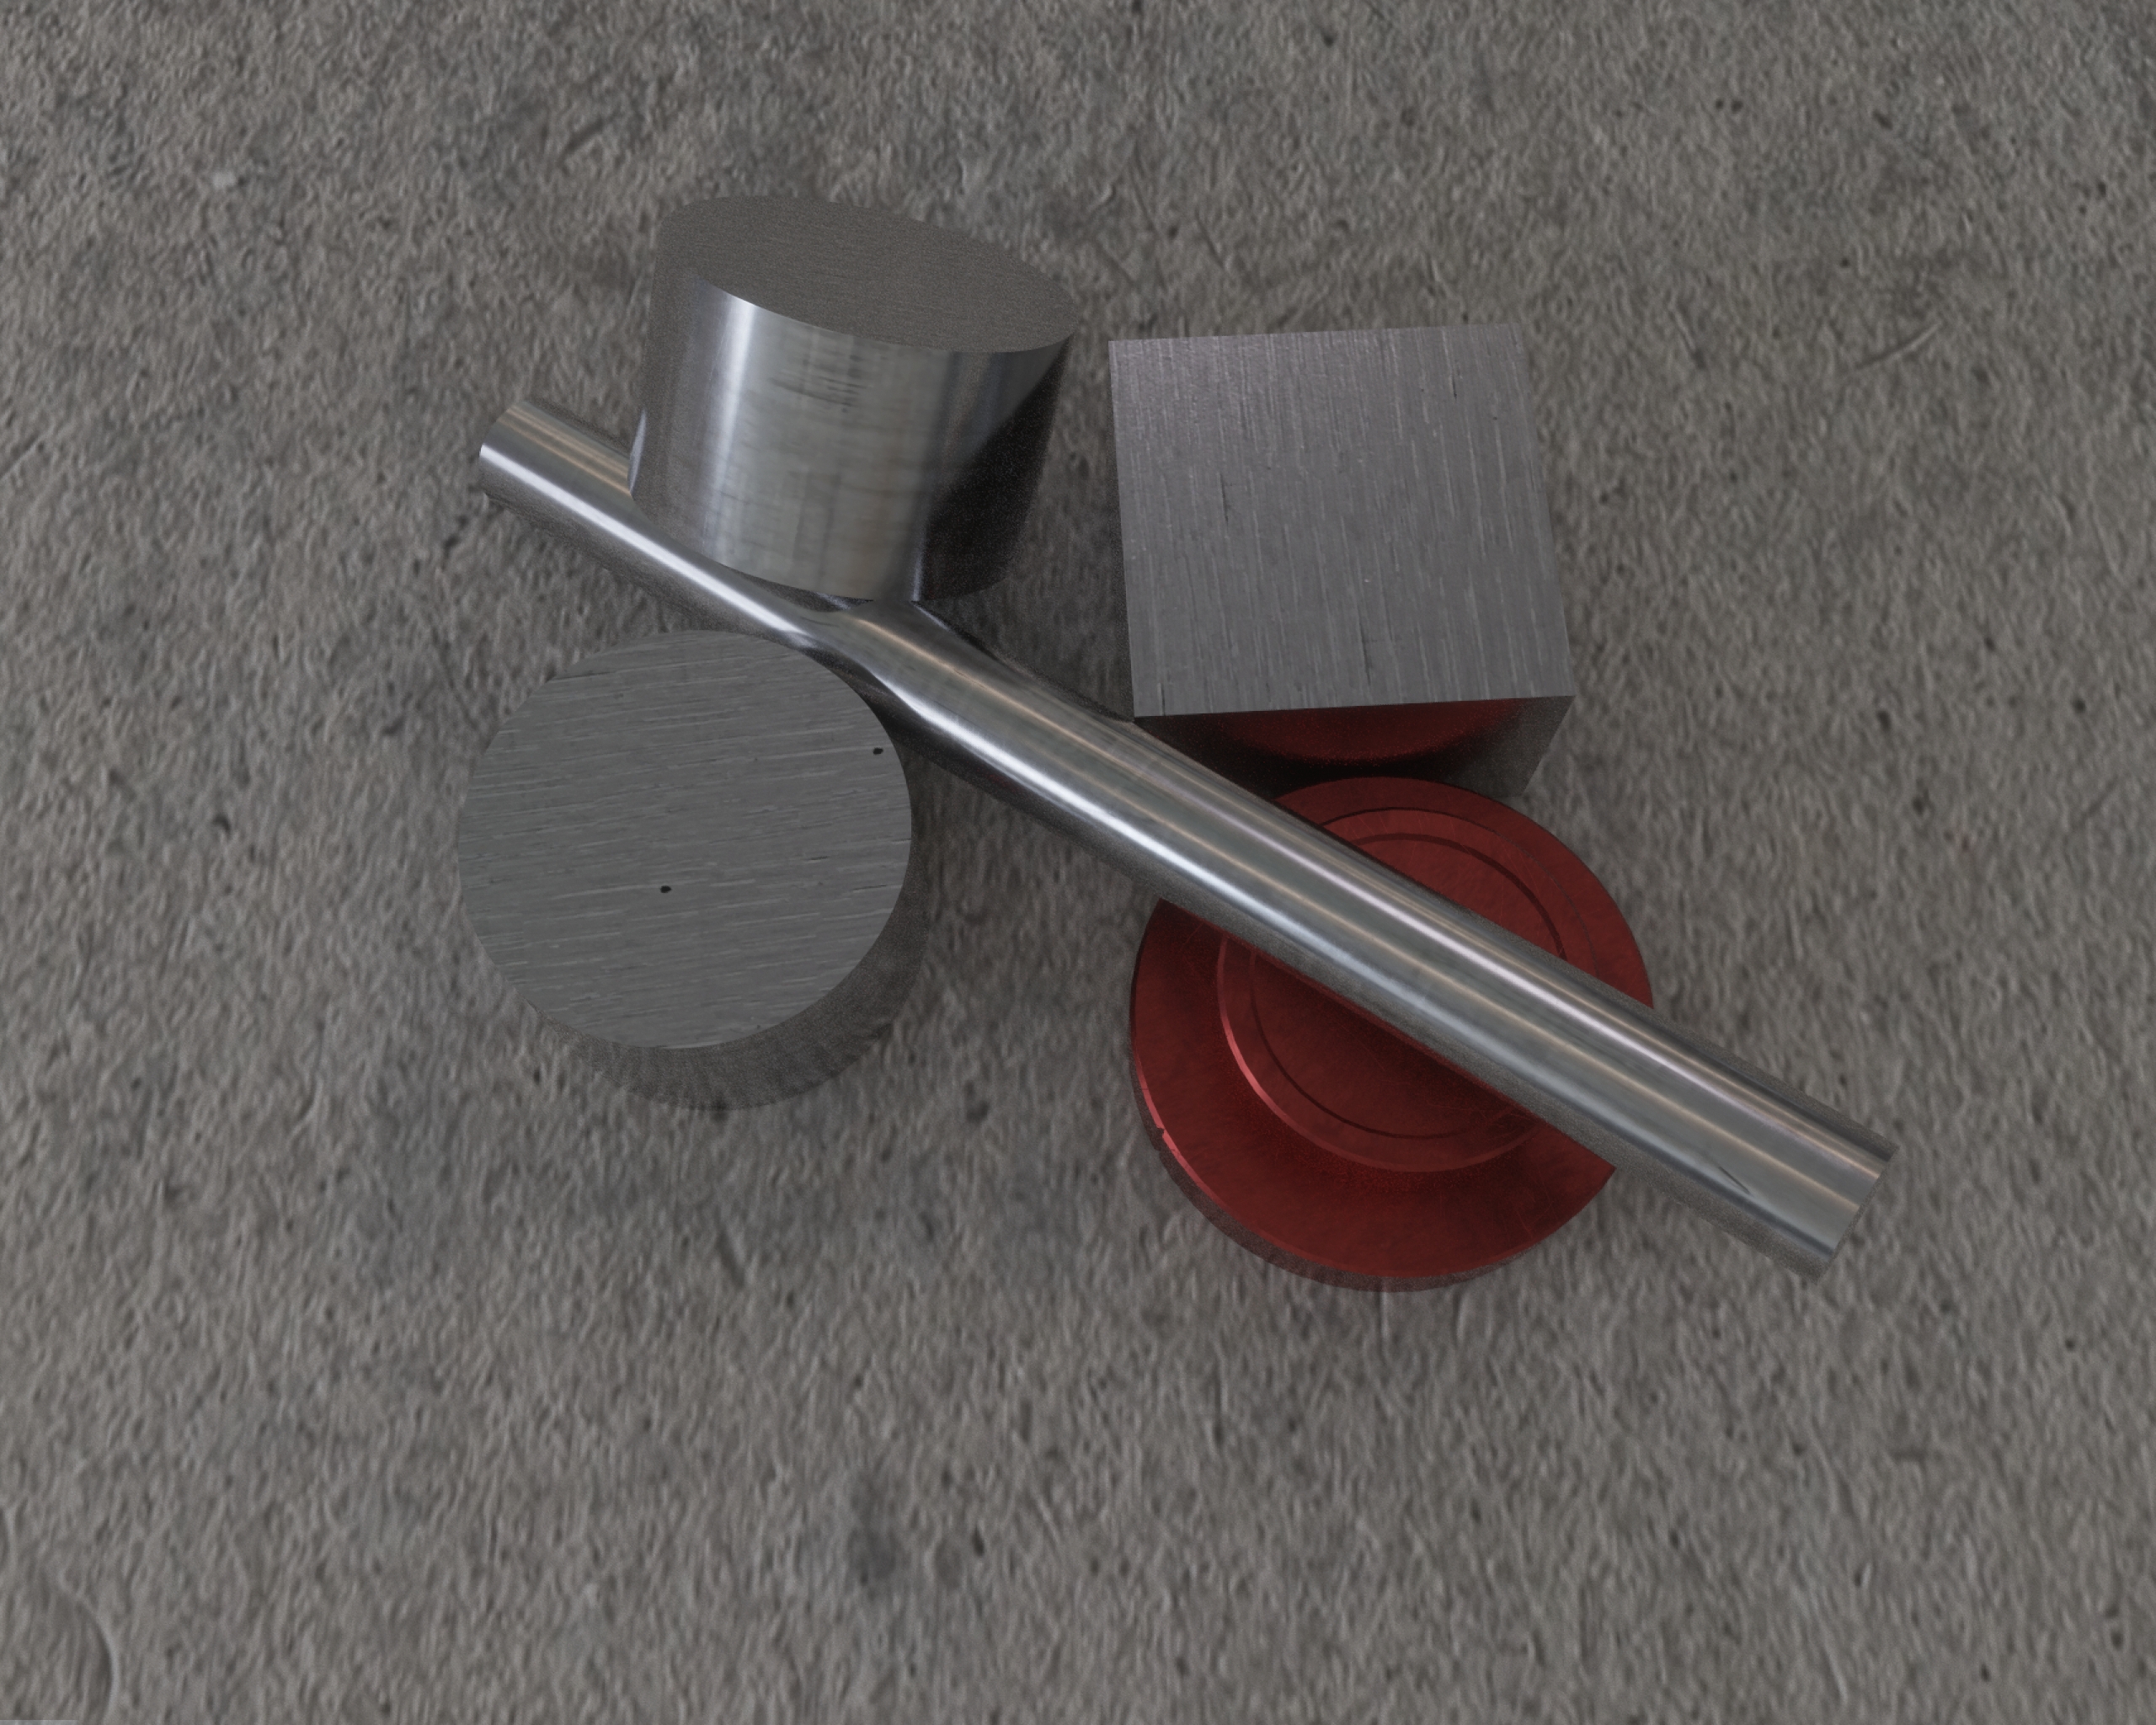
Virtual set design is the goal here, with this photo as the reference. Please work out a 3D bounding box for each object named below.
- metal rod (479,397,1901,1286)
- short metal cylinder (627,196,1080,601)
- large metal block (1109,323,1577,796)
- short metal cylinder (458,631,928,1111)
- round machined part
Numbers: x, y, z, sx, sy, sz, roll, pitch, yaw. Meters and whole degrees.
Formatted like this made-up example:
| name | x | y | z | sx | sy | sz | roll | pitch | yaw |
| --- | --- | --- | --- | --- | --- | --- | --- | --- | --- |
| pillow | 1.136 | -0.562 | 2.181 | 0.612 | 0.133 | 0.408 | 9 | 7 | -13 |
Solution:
| name | x | y | z | sx | sy | sz | roll | pitch | yaw |
| --- | --- | --- | --- | --- | --- | --- | --- | --- | --- |
| metal rod | 0.001 | -0.016 | 0.379 | 0.300 | 0.025 | 0.025 | 31 | 72 | 24 |
| short metal cylinder | -0.044 | -0.092 | 0.409 | 0.081 | 0.050 | 0.080 | 12 | 31 | -7 |
| large metal block | 0.048 | -0.057 | 0.415 | 0.081 | 0.050 | 0.080 | -3 | 70 | -1 |
| short metal cylinder | -0.070 | 0.003 | 0.395 | 0.081 | 0.050 | 0.080 | 0 | 70 | 0 |
| round machined part | 0.059 | 0.028 | 0.390 | 0.099 | 0.042 | 0.098 | 0 | 70 | 0 |
